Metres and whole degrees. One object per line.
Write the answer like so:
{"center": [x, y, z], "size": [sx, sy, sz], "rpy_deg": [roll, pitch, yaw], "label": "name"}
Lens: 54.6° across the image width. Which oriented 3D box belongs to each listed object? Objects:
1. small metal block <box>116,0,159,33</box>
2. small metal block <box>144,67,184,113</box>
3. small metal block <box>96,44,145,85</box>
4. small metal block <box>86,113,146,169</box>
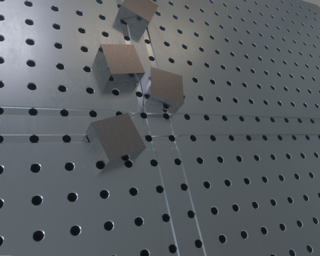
{"center": [-0.036, -0.190, 0.504], "size": [0.050, 0.025, 0.050], "rpy_deg": [29, 52, -10], "label": "small metal block"}
{"center": [0.005, -0.054, 0.444], "size": [0.050, 0.025, 0.050], "rpy_deg": [12, 57, -22], "label": "small metal block"}
{"center": [-0.056, -0.089, 0.432], "size": [0.050, 0.025, 0.050], "rpy_deg": [-9, 66, -32], "label": "small metal block"}
{"center": [-0.053, 0.014, 0.371], "size": [0.050, 0.025, 0.050], "rpy_deg": [-18, 71, -35], "label": "small metal block"}
